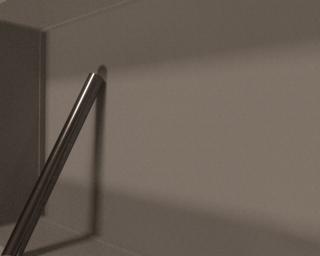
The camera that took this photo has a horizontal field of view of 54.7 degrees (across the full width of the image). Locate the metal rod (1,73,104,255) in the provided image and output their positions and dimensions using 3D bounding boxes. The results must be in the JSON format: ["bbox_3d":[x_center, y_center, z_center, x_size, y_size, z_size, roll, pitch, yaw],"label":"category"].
[{"bbox_3d":[-0.153,0.054,0.450,0.025,0.025,0.299,8,70,39],"label":"metal rod"}]
